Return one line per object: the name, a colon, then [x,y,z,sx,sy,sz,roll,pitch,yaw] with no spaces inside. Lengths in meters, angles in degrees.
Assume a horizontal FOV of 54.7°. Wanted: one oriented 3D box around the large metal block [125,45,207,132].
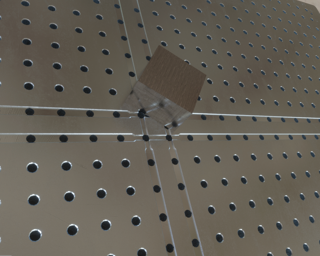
large metal block: [0.009,-0.056,0.433,0.080,0.050,0.080,31,52,-9]
